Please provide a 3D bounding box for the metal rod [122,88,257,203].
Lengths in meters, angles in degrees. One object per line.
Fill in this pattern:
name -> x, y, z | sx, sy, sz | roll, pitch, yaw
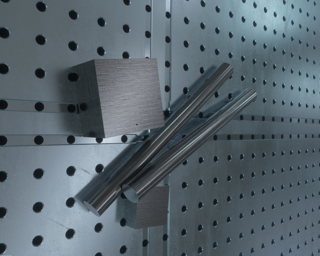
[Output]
metal rod -> 0.062, 0.008, 0.444 | 0.302, 0.025, 0.025 | -35, 112, -40

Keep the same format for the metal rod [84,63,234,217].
metal rod -> 0.015, -0.002, 0.421 | 0.301, 0.025, 0.025 | -45, 117, -30

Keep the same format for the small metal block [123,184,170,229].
small metal block -> -0.017, 0.098, 0.395 | 0.050, 0.025, 0.050 | 7, 86, -40

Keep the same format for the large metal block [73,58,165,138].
large metal block -> -0.046, -0.035, 0.354 | 0.081, 0.050, 0.079 | -12, 98, -39
